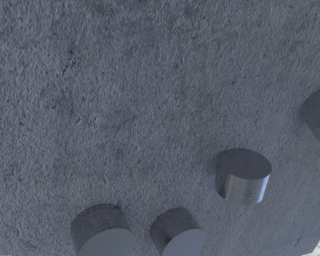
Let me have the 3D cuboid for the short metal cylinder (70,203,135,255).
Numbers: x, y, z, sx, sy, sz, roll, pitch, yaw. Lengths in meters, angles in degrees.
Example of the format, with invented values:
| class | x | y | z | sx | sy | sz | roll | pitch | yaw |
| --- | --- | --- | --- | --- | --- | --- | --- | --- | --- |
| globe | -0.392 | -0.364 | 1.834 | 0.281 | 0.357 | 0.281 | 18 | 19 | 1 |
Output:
| class | x | y | z | sx | sy | sz | roll | pitch | yaw |
| --- | --- | --- | --- | --- | --- | --- | --- | --- | --- |
| short metal cylinder | -0.082 | 0.155 | 0.442 | 0.081 | 0.050 | 0.079 | -14 | 124 | -21 |

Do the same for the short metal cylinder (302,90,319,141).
| class | x | y | z | sx | sy | sz | roll | pitch | yaw |
| --- | --- | --- | --- | --- | --- | --- | --- | --- | --- |
| short metal cylinder | 0.286 | -0.021 | 0.514 | 0.080 | 0.080 | 0.050 | -46 | 129 | 4 |

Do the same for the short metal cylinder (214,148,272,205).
| class | x | y | z | sx | sy | sz | roll | pitch | yaw |
| --- | --- | --- | --- | --- | --- | --- | --- | --- | --- |
| short metal cylinder | 0.129 | 0.075 | 0.488 | 0.081 | 0.080 | 0.050 | -11 | 123 | -23 |

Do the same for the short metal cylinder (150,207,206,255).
| class | x | y | z | sx | sy | sz | roll | pitch | yaw |
| --- | --- | --- | --- | --- | --- | --- | --- | --- | --- |
| short metal cylinder | 0.029 | 0.181 | 0.518 | 0.081 | 0.050 | 0.079 | -14 | 124 | -21 |
